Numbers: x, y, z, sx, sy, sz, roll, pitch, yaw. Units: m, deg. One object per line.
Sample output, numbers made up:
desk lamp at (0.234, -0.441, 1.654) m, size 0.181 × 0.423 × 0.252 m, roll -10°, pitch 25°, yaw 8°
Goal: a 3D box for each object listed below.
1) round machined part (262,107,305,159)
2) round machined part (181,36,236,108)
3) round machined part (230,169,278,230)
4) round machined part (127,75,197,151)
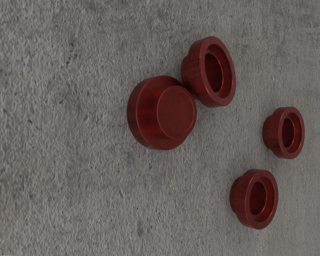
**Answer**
round machined part at (0.231, 0.009, 0.587) m, size 0.099 × 0.042 × 0.097 m, roll 0°, pitch 90°, yaw -40°
round machined part at (0.066, -0.076, 0.440) m, size 0.099 × 0.042 × 0.098 m, roll 12°, pitch 75°, yaw -49°
round machined part at (0.155, 0.117, 0.524) m, size 0.099 × 0.042 × 0.097 m, roll 0°, pitch 90°, yaw -40°
round machined part at (0.010, -0.019, 0.402) m, size 0.099 × 0.042 × 0.097 m, roll 0°, pitch 90°, yaw -40°
